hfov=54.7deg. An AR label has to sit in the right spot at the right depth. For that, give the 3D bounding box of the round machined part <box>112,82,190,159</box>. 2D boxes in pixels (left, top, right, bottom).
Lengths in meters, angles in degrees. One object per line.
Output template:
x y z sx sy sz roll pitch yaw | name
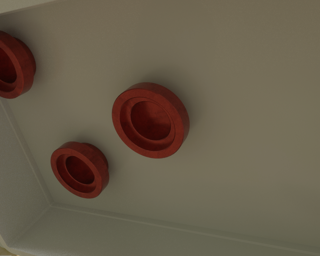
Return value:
-0.008 -0.013 0.394 0.098 0.042 0.097 13 124 21 | round machined part

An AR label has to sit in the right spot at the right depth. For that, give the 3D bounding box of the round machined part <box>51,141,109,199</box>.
-0.124 0.063 0.502 0.098 0.042 0.097 13 124 21 | round machined part

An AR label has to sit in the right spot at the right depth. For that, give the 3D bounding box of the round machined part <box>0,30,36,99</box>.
-0.225 -0.096 0.457 0.098 0.042 0.097 13 124 21 | round machined part
